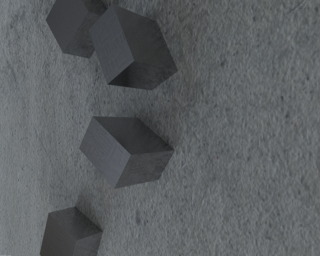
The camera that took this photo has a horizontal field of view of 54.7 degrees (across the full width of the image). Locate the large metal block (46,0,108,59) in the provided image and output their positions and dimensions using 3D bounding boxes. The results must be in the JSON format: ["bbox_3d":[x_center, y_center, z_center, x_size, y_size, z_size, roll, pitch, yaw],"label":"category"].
[{"bbox_3d":[-0.128,-0.171,0.492,0.080,0.050,0.080,-46,63,30],"label":"large metal block"}]

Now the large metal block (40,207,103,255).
[{"bbox_3d":[-0.146,0.189,0.506,0.080,0.050,0.079,26,106,36],"label":"large metal block"}]

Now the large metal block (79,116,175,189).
[{"bbox_3d":[-0.043,0.028,0.402,0.080,0.081,0.050,41,115,32],"label":"large metal block"}]

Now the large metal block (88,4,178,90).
[{"bbox_3d":[-0.033,-0.098,0.395,0.050,0.081,0.080,-33,70,35],"label":"large metal block"}]
